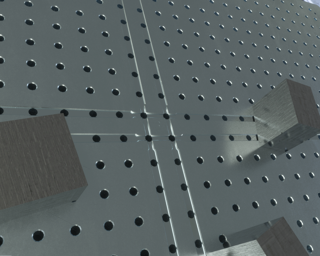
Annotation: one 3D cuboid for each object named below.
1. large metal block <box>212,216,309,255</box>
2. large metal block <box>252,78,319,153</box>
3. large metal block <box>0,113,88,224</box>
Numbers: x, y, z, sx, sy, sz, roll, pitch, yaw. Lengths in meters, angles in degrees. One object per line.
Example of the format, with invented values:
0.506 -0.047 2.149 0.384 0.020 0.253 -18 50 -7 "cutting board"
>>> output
0.117 0.154 0.341 0.050 0.080 0.080 -21 73 -36 "large metal block"
0.197 -0.017 0.489 0.050 0.080 0.080 13 56 -21 "large metal block"
-0.127 0.038 0.301 0.081 0.050 0.080 -12 68 -33 "large metal block"
